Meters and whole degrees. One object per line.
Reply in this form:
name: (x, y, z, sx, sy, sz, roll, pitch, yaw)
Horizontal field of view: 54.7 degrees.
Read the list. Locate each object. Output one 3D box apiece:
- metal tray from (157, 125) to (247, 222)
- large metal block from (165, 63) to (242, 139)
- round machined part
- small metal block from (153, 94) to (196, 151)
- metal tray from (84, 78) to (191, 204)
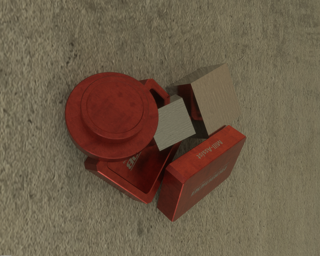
metal tray: (0.057, 0.060, 0.421, 0.131, 0.030, 0.089, -29, 144, -36)
large metal block: (0.064, -0.039, 0.444, 0.081, 0.050, 0.080, -34, 111, -35)
round machined part: (-0.049, -0.016, 0.327, 0.099, 0.042, 0.098, 4, 72, -14)
small metal block: (0.010, -0.007, 0.385, 0.050, 0.025, 0.050, -26, 111, -8)
metal tray: (-0.021, 0.015, 0.384, 0.090, 0.030, 0.130, 42, 64, -32)
